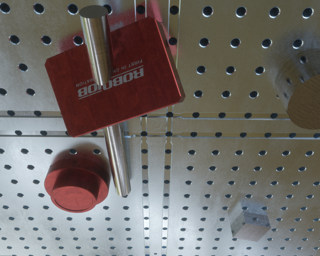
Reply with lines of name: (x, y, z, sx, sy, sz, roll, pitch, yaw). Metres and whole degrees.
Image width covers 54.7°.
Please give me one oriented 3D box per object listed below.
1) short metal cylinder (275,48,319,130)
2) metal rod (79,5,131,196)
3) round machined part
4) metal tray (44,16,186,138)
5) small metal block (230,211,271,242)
short metal cylinder: (0.181, -0.044, 0.359, 0.081, 0.050, 0.079, 0, 130, 0)
metal rod: (-0.059, -0.003, 0.384, 0.025, 0.025, 0.298, 0, 138, 0)
round machined part: (-0.129, 0.095, 0.480, 0.099, 0.042, 0.097, 0, 130, 0)
metal tray: (-0.049, -0.051, 0.333, 0.130, 0.030, 0.090, -18, 92, 14)
small metal block: (0.165, 0.181, 0.567, 0.050, 0.025, 0.050, 14, 129, -12)
